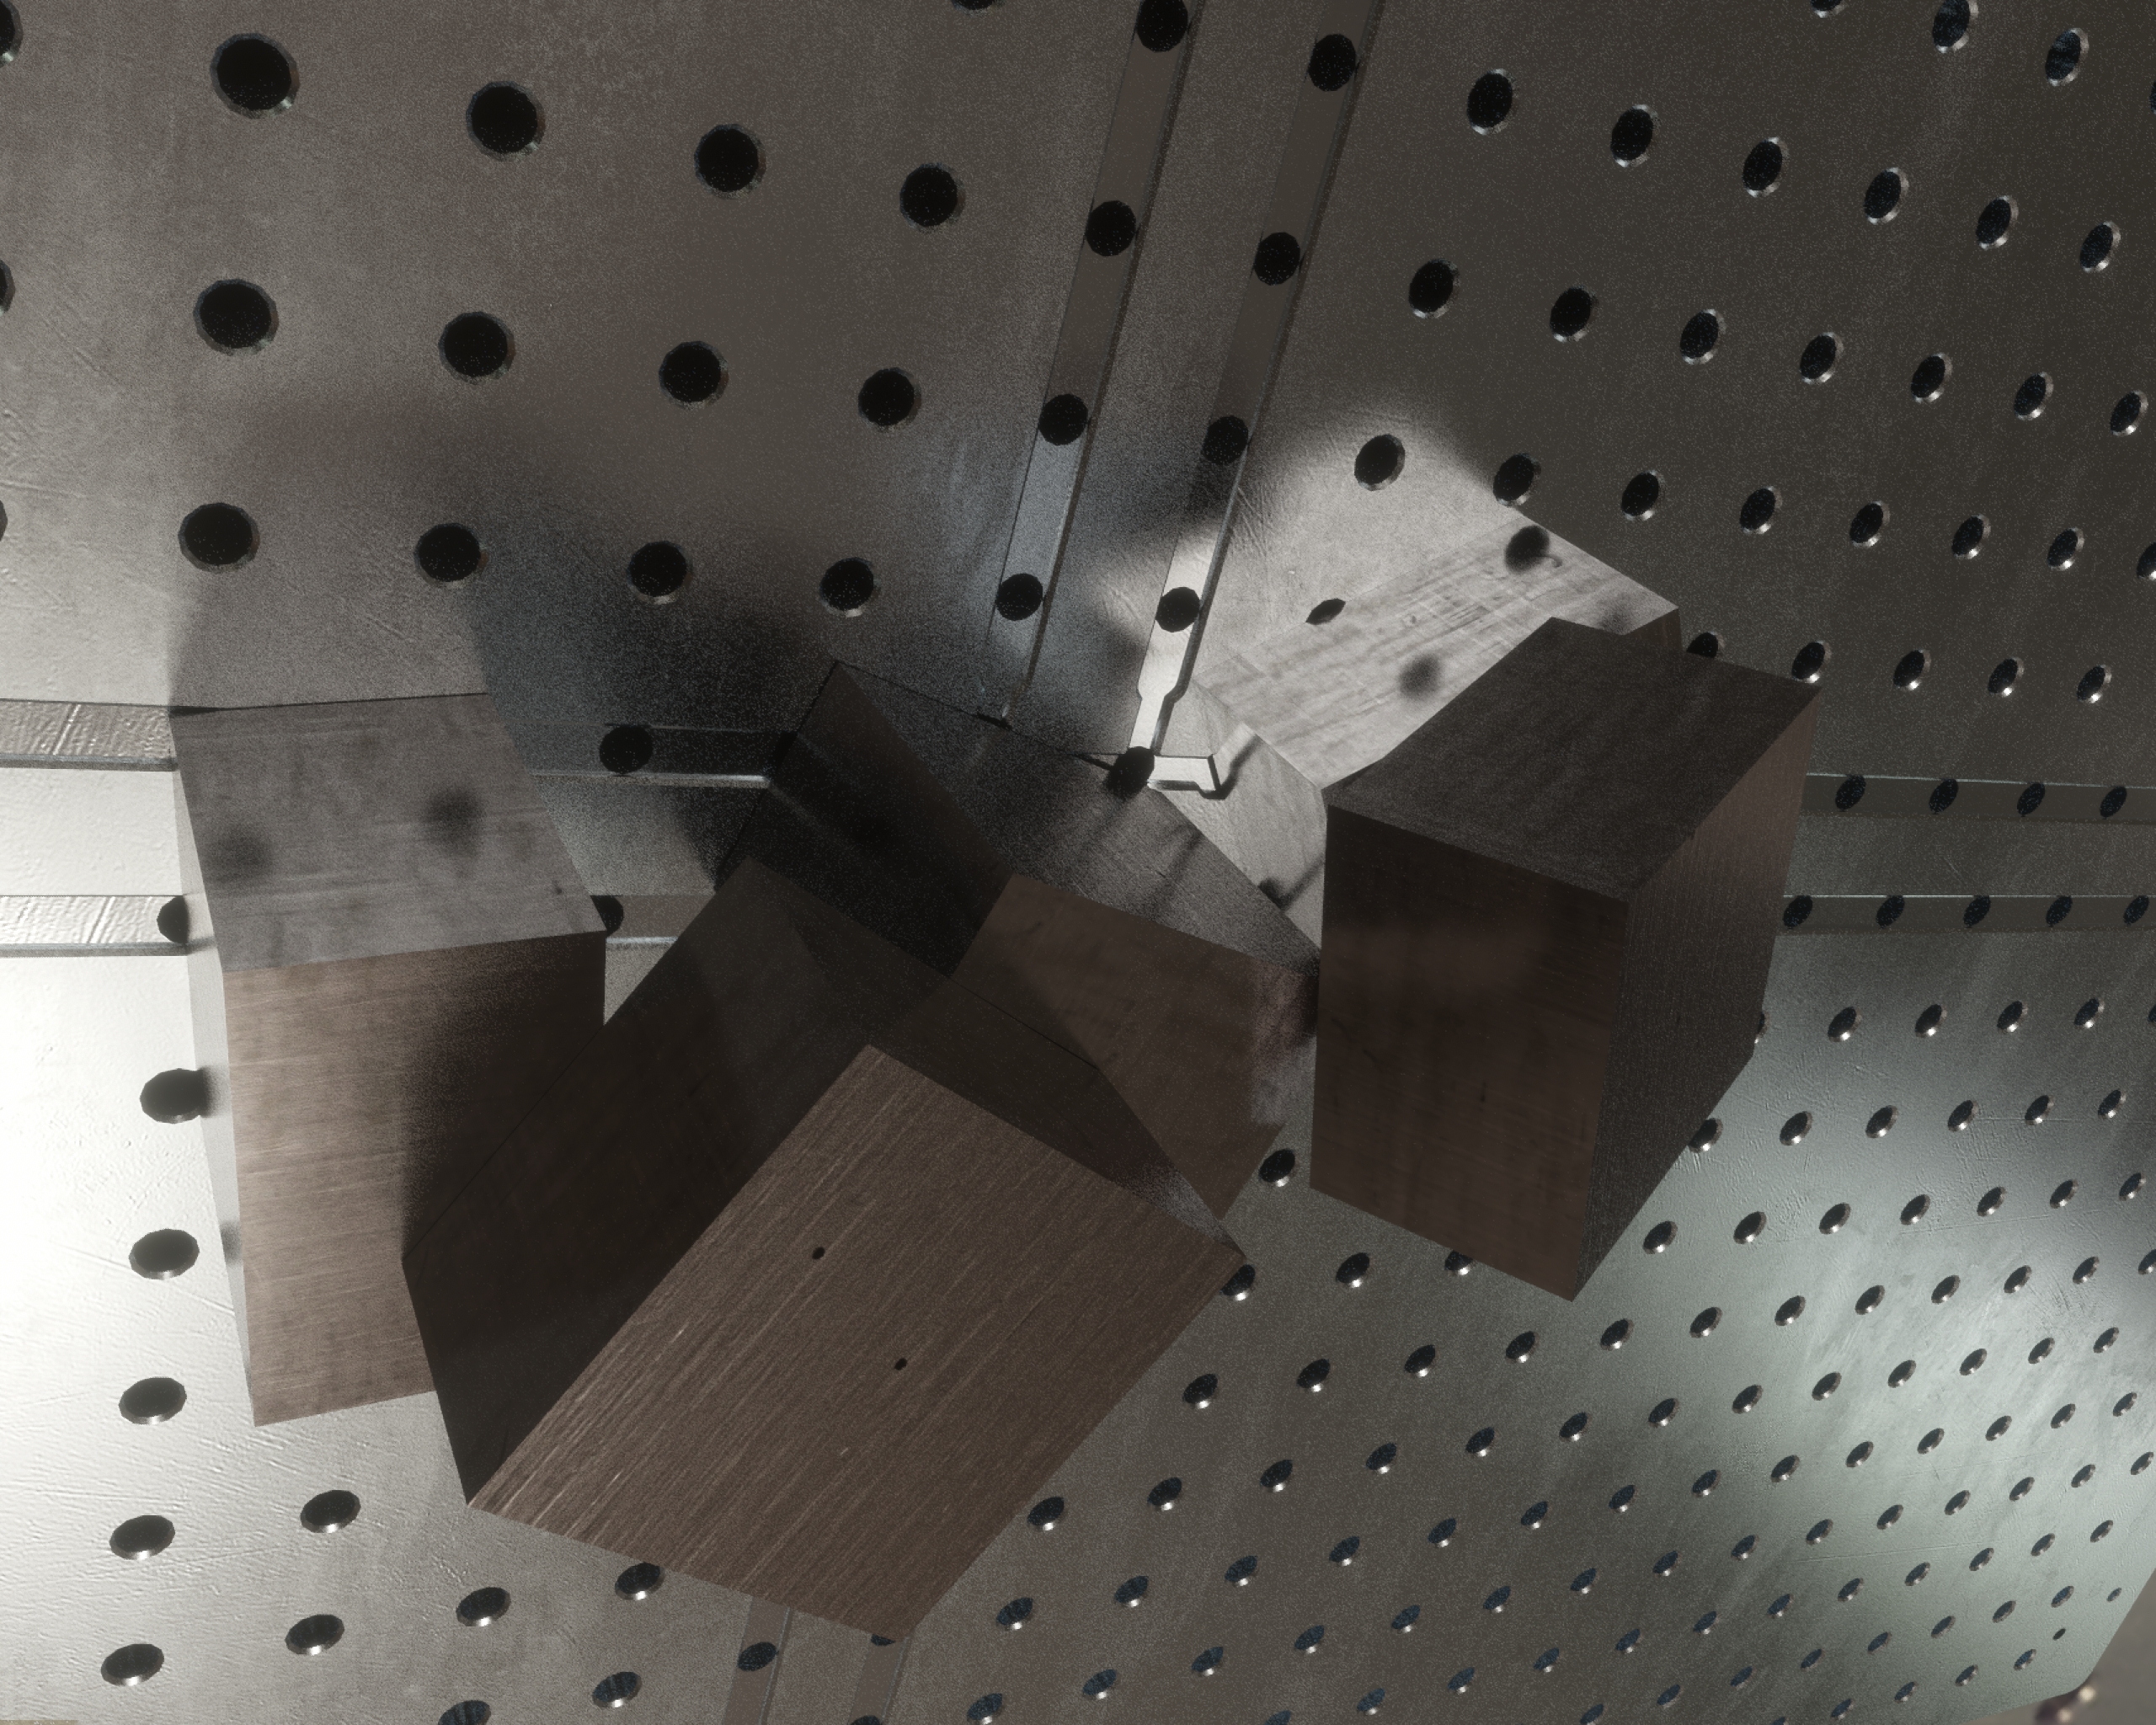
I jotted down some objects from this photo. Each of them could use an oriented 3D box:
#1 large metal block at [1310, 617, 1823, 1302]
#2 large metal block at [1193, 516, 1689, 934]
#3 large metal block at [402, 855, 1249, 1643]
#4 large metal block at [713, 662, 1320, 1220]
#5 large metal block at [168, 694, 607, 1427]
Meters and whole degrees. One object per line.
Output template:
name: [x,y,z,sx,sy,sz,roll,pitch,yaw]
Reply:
large metal block: [0.084,0.014,0.363,0.080,0.050,0.079,-37,137,-42]
large metal block: [0.079,-0.013,0.432,0.080,0.050,0.080,-27,128,-12]
large metal block: [-0.037,0.059,0.307,0.080,0.050,0.080,-49,129,6]
large metal block: [-0.009,0.014,0.380,0.080,0.080,0.050,20,108,-36]
large metal block: [-0.111,0.028,0.332,0.050,0.080,0.079,-6,121,-26]
